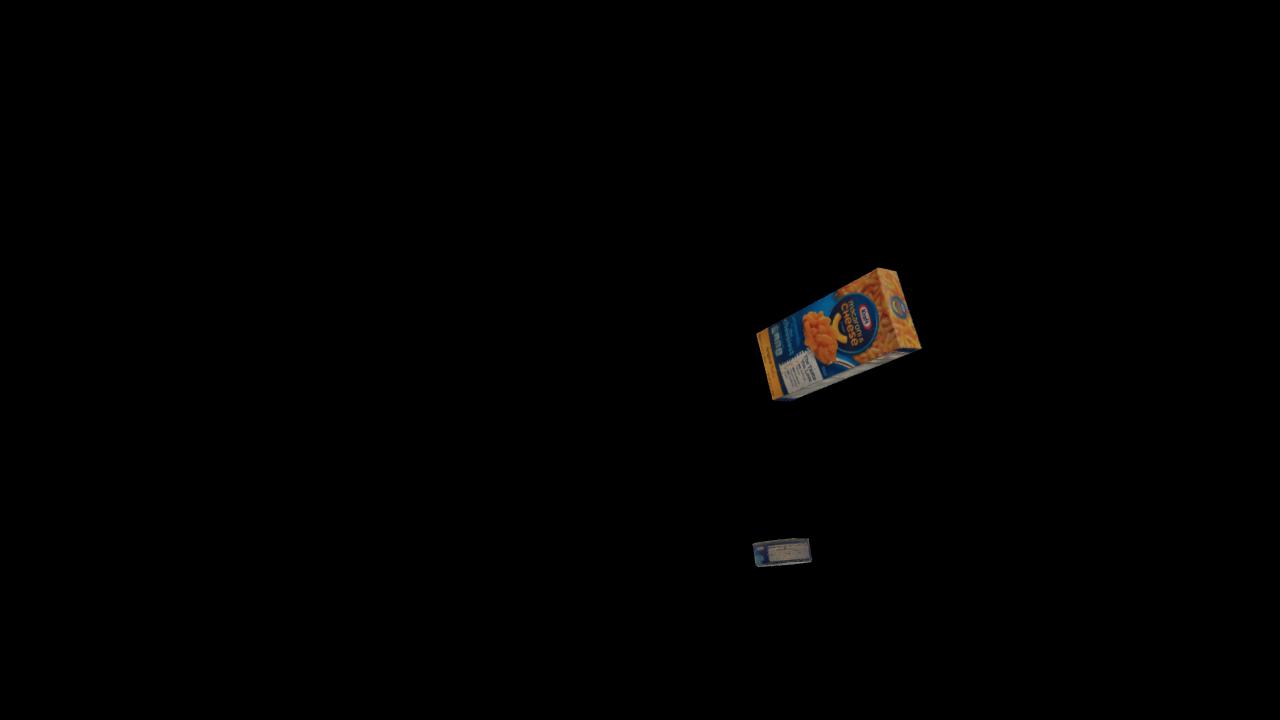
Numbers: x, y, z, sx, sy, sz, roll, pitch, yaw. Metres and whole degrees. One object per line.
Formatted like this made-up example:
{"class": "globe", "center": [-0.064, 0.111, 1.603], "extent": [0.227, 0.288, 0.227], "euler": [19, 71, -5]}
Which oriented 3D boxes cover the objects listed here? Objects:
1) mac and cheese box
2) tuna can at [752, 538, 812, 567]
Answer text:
{"class": "mac and cheese box", "center": [0.217, -0.022, 0.702], "extent": [0.041, 0.093, 0.184], "euler": [5, -23, -34]}
{"class": "tuna can", "center": [0.210, 0.285, 0.908], "extent": [0.084, 0.034, 0.084], "euler": [-4, -20, -2]}
